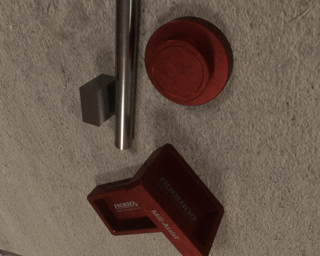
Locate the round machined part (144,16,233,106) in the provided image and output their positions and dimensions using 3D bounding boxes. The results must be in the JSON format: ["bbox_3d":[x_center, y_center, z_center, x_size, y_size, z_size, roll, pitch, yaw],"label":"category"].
[{"bbox_3d":[0.027,-0.068,0.339,0.098,0.042,0.097,13,124,20],"label":"round machined part"}]

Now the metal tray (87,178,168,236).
[{"bbox_3d":[-0.047,0.129,0.506,0.130,0.030,0.090,-18,109,35],"label":"metal tray"}]

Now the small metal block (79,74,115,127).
[{"bbox_3d":[-0.078,-0.037,0.407,0.025,0.050,0.050,16,125,19],"label":"small metal block"}]

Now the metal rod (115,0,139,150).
[{"bbox_3d":[-0.040,-0.099,0.364,0.025,0.025,0.298,18,126,17],"label":"metal rod"}]

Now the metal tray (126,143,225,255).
[{"bbox_3d":[0.025,0.095,0.409,0.030,0.090,0.130,-33,100,38],"label":"metal tray"}]
